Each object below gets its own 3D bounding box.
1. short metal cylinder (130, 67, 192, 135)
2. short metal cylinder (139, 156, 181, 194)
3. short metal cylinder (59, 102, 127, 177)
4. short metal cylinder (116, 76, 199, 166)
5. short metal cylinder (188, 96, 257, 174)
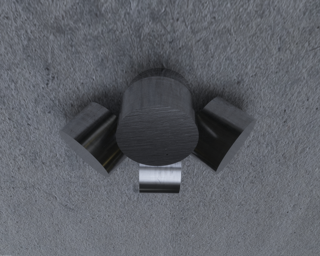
[{"bbox_3d":[0.000,-0.025,0.371,0.081,0.050,0.079,0,130,0],"label":"short metal cylinder"},{"bbox_3d":[-0.001,0.047,0.411,0.050,0.080,0.079,1,130,-2],"label":"short metal cylinder"},{"bbox_3d":[-0.075,0.015,0.377,0.080,0.050,0.080,35,158,17],"label":"short metal cylinder"},{"bbox_3d":[-0.003,-0.006,0.321,0.081,0.050,0.079,0,130,0],"label":"short metal cylinder"},{"bbox_3d":[0.071,0.009,0.374,0.050,0.081,0.079,37,131,20],"label":"short metal cylinder"}]
